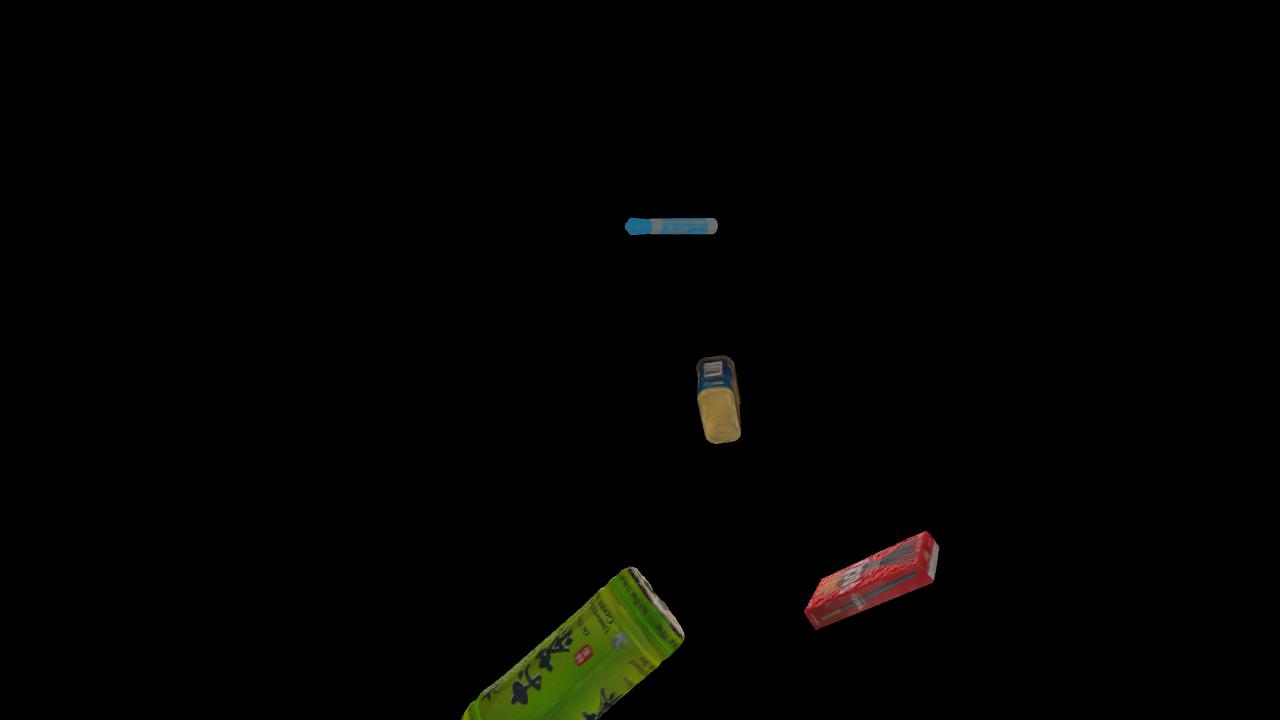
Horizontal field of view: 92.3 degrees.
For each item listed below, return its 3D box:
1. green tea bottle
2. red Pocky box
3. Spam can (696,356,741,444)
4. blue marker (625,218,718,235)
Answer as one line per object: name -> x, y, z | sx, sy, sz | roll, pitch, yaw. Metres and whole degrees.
green tea bottle -> -0.066, 0.245, 0.445 | 0.212, 0.073, 0.073 | -40, 7, -8
red Pocky box -> 0.266, 0.255, 0.710 | 0.155, 0.028, 0.083 | -40, -9, 30
Spam can -> 0.115, 0.058, 0.899 | 0.058, 0.101, 0.085 | -8, 29, 12
blue marker -> 0.036, -0.151, 0.695 | 0.121, 0.020, 0.020 | -8, 5, -32
